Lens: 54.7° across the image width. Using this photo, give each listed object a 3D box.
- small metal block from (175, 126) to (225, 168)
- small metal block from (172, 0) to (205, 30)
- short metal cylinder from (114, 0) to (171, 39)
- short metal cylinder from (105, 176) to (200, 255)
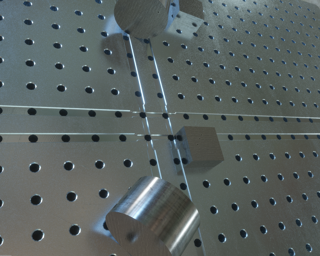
[{"bbox_3d":[0.054,0.026,0.421,0.050,0.025,0.050,2,61,-27],"label":"small metal block"},{"bbox_3d":[0.051,-0.213,0.565,0.050,0.025,0.050,12,57,-22],"label":"small metal block"},{"bbox_3d":[-0.025,-0.184,0.472,0.080,0.080,0.050,20,54,-17],"label":"short metal cylinder"},{"bbox_3d":[-0.007,0.095,0.311,0.080,0.080,0.050,43,51,1],"label":"short metal cylinder"}]
